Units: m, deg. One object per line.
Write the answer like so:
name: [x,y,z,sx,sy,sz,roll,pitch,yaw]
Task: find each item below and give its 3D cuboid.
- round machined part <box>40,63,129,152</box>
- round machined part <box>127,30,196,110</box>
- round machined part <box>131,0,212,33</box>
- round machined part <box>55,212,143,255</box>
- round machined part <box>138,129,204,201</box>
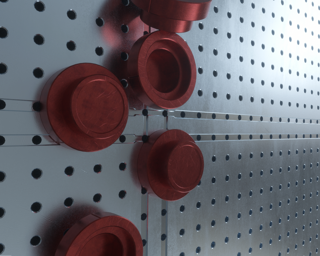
round machined part: [-0.074,-0.022,0.337,0.099,0.042,0.097,0,90,-40]
round machined part: [-0.002,-0.072,0.398,0.099,0.042,0.097,0,90,-40]
round machined part: [0.012,-0.152,0.386,0.099,0.098,0.042,-22,140,-38]
round machined part: [-0.070,0.141,0.341,0.099,0.042,0.097,0,90,-40]
round machined part: [0.022,0.050,0.419,0.099,0.042,0.097,0,90,-40]
